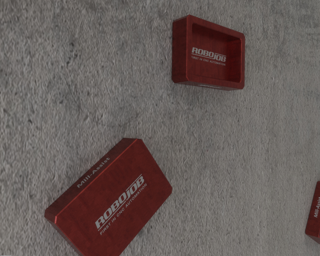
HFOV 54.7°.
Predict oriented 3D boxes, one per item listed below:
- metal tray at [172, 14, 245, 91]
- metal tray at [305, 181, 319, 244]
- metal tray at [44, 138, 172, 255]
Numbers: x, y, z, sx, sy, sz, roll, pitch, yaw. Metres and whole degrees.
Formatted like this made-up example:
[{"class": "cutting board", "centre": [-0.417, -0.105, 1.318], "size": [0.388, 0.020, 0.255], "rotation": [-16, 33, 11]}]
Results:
[{"class": "metal tray", "centre": [0.076, -0.107, 0.464], "size": [0.131, 0.030, 0.089], "rotation": [1, 89, -40]}, {"class": "metal tray", "centre": [0.387, 0.201, 0.725], "size": [0.090, 0.030, 0.130], "rotation": [37, 67, -34]}, {"class": "metal tray", "centre": [-0.052, 0.084, 0.358], "size": [0.131, 0.030, 0.090], "rotation": [-45, 117, -31]}]
